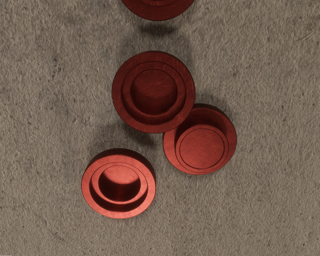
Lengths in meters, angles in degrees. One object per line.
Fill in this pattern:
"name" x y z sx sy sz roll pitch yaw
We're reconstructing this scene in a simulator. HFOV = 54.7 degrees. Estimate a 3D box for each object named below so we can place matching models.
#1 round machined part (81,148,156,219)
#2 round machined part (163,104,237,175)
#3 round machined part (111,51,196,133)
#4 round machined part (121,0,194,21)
"round machined part" -0.054 0.072 0.426 0.099 0.042 0.097 0 110 -1
"round machined part" 0.053 0.020 0.409 0.099 0.042 0.097 0 110 -1
"round machined part" -0.007 -0.046 0.381 0.099 0.042 0.097 0 107 2
"round machined part" -0.002 -0.168 0.339 0.099 0.042 0.097 0 110 -1
